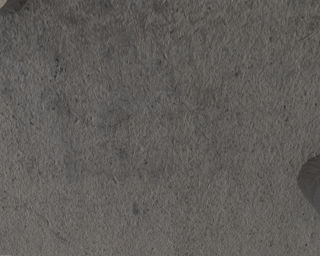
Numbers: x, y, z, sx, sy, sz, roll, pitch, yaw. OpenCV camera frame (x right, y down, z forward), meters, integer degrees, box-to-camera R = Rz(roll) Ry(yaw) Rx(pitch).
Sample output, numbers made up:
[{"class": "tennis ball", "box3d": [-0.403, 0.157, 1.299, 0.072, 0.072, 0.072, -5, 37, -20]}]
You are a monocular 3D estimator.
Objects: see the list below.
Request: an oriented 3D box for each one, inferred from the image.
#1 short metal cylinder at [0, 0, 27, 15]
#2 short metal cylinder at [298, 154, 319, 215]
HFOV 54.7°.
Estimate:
[{"class": "short metal cylinder", "box3d": [-0.190, -0.163, 0.334, 0.081, 0.050, 0.079, 0, 110, 0]}, {"class": "short metal cylinder", "box3d": [0.241, 0.080, 0.428, 0.081, 0.050, 0.079, 0, 110, 0]}]
